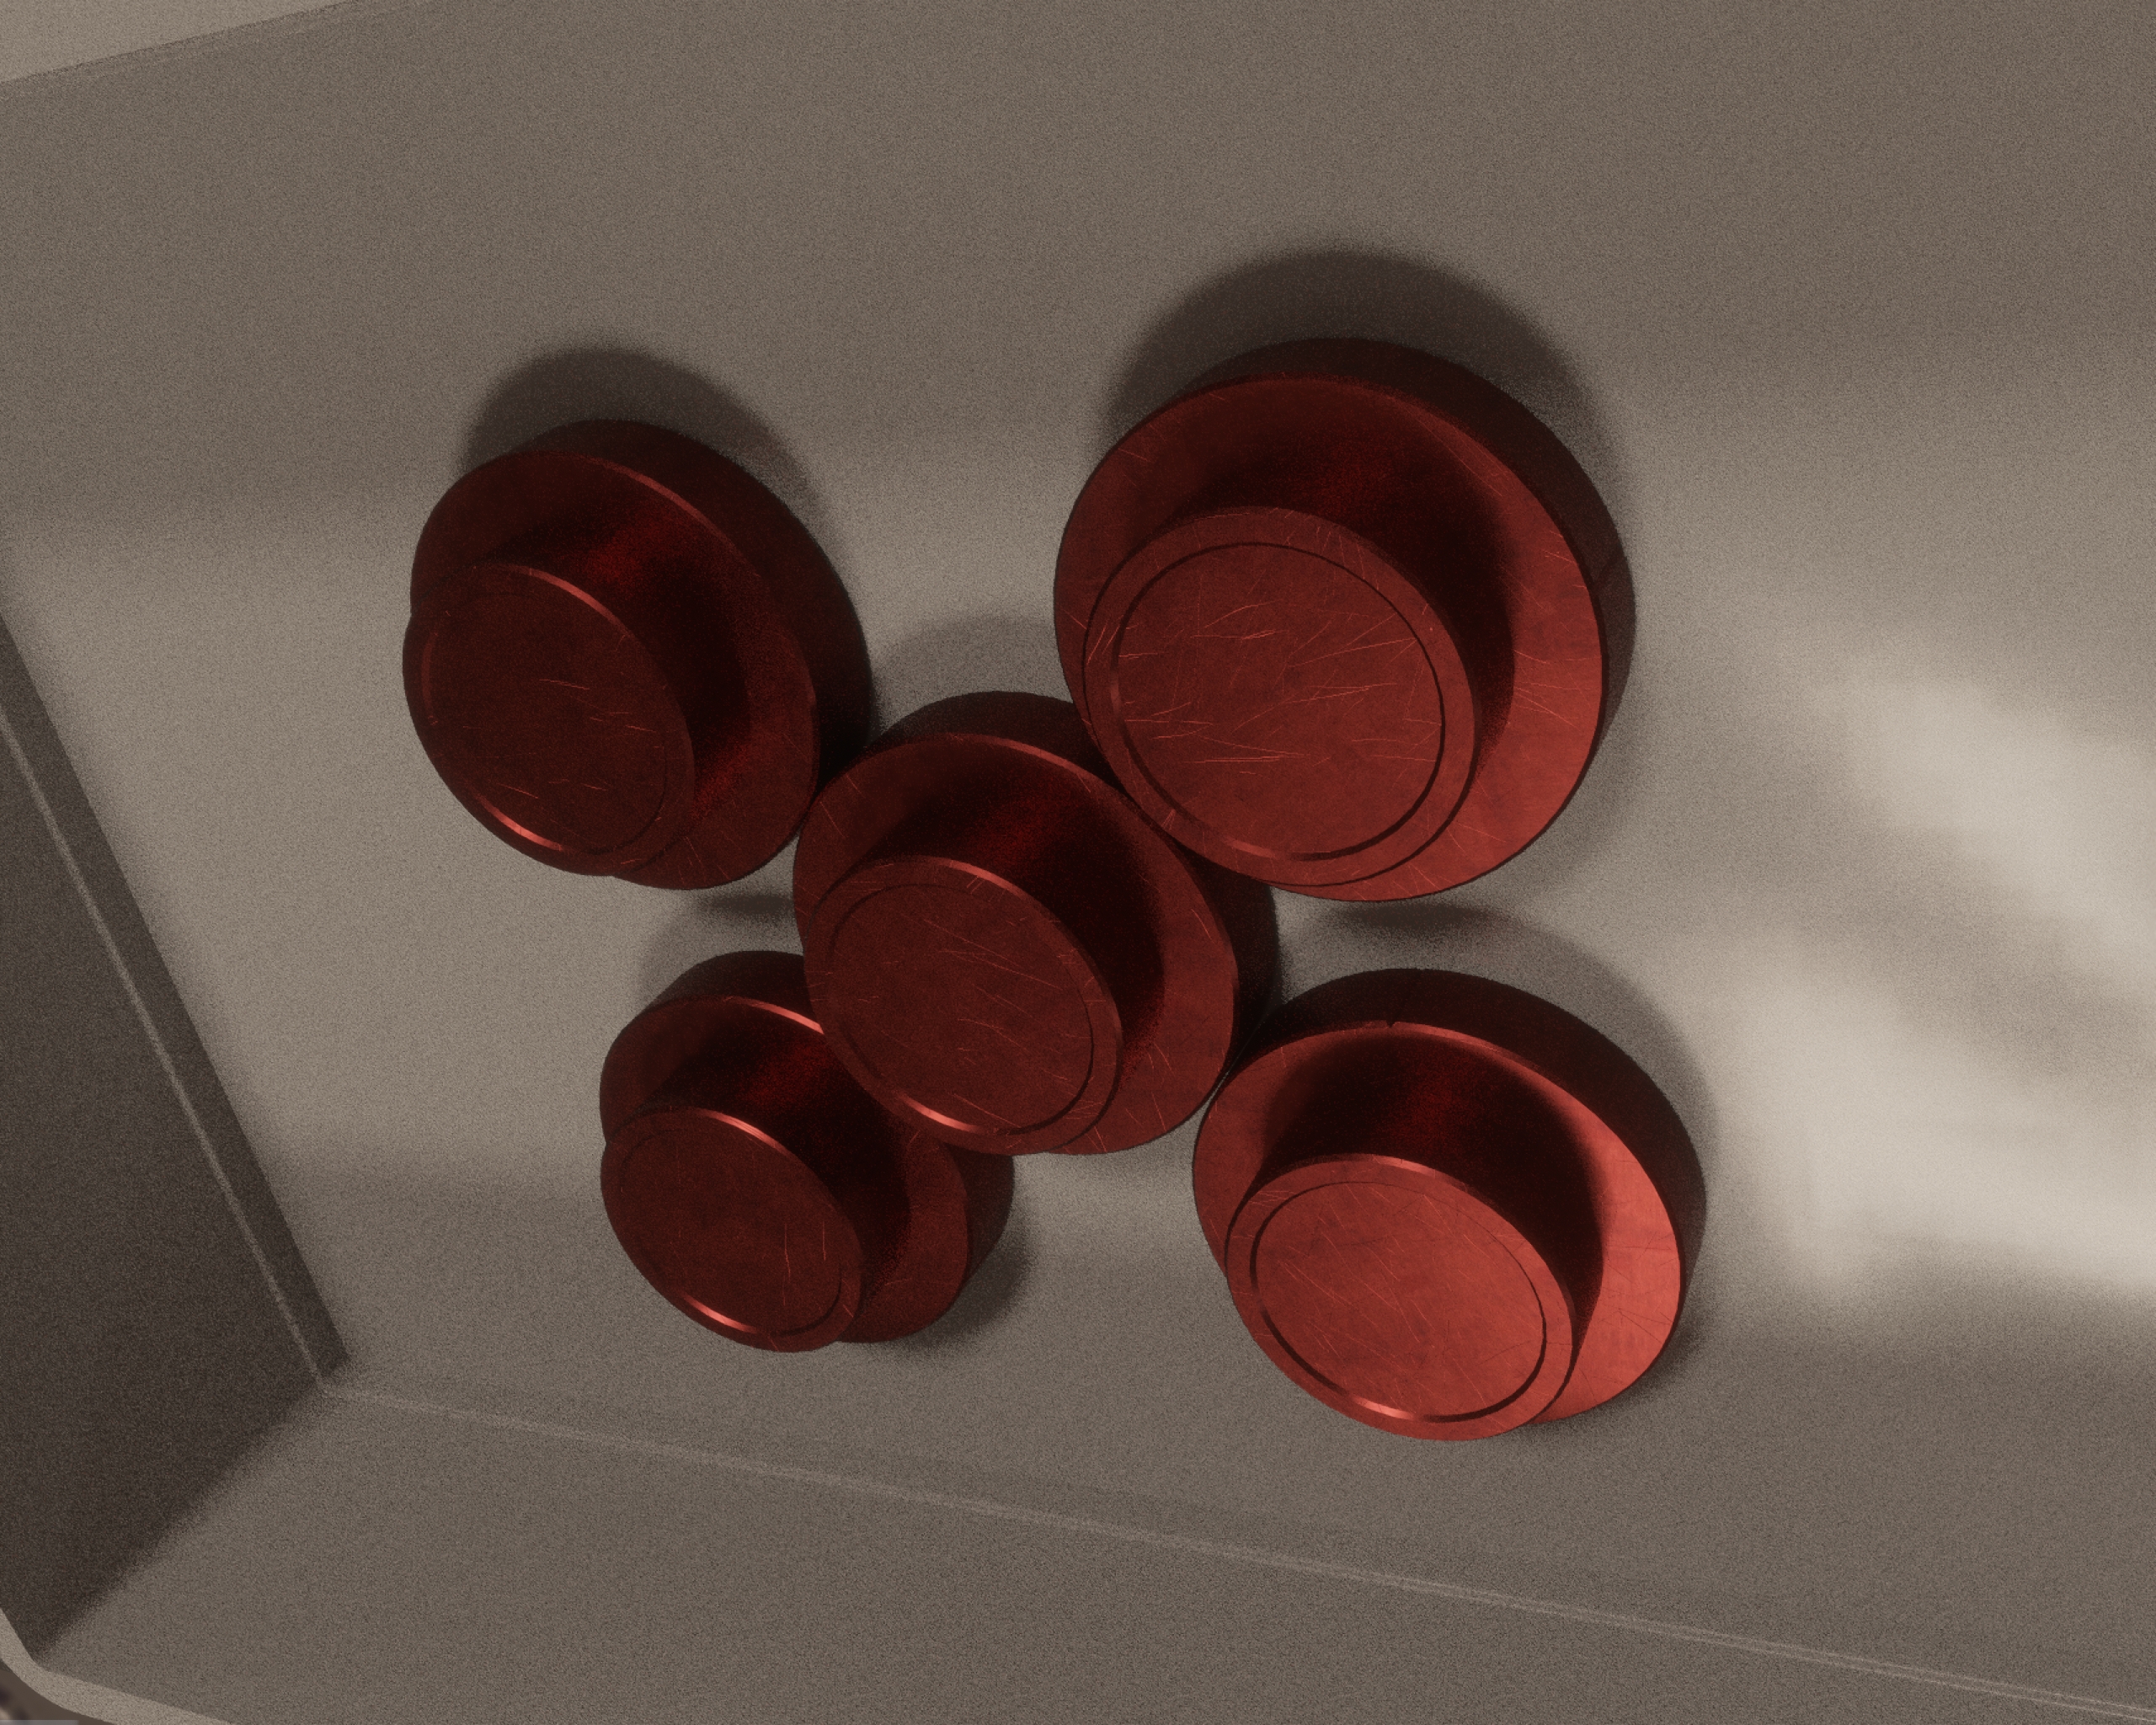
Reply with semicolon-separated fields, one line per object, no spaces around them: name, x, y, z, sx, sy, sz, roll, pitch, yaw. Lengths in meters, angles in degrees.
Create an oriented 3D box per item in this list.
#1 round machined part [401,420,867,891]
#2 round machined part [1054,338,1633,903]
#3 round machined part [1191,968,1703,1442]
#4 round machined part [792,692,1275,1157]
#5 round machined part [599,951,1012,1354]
round machined part;-0.096;-0.036;0.422;0.098;0.042;0.097;13;124;20
round machined part;0.040;-0.035;0.352;0.098;0.042;0.097;13;124;20
round machined part;0.067;0.072;0.404;0.098;0.042;0.097;13;124;20
round machined part;-0.014;0.019;0.413;0.098;0.042;0.097;13;124;20
round machined part;-0.068;0.072;0.475;0.098;0.042;0.097;13;124;20
